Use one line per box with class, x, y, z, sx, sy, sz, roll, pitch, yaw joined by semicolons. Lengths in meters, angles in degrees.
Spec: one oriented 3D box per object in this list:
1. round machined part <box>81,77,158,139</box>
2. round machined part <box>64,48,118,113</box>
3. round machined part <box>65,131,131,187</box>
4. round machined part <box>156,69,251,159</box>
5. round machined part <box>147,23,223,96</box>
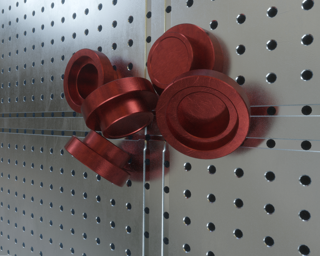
round machined part;-0.047;-0.020;0.399;0.098;0.099;0.042;-38;67;33
round machined part;-0.104;-0.071;0.481;0.098;0.042;0.097;0;90;39
round machined part;-0.080;0.038;0.434;0.098;0.098;0.042;29;80;36
round machined part;0.048;-0.018;0.338;0.098;0.042;0.097;8;121;15
round machined part;0.023;-0.078;0.378;0.098;0.042;0.097;0;90;39
